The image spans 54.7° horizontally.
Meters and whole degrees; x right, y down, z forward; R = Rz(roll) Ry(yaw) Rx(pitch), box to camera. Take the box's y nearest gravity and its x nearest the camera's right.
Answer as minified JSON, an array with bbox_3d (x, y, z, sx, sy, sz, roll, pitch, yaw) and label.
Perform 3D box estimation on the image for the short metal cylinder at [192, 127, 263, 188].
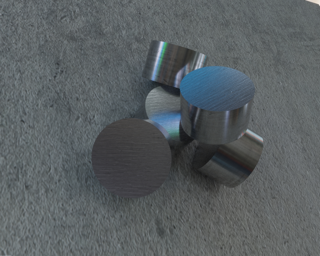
[{"bbox_3d":[0.085,0.029,0.397,0.050,0.080,0.080,31,52,-9],"label":"short metal cylinder"}]

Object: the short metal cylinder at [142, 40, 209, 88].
[{"bbox_3d":[0.020,-0.083,0.423,0.081,0.080,0.050,13,100,-21],"label":"short metal cylinder"}]

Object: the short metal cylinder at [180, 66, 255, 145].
[{"bbox_3d":[0.063,-0.027,0.354,0.080,0.050,0.080,-2,45,2],"label":"short metal cylinder"}]

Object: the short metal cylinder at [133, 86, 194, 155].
[{"bbox_3d":[0.009,-0.007,0.398,0.081,0.050,0.080,14,55,-21],"label":"short metal cylinder"}]

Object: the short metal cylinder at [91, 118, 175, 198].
[{"bbox_3d":[-0.026,0.029,0.331,0.080,0.050,0.079,0,92,6],"label":"short metal cylinder"}]
